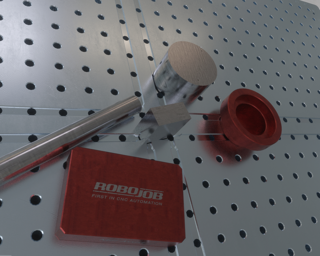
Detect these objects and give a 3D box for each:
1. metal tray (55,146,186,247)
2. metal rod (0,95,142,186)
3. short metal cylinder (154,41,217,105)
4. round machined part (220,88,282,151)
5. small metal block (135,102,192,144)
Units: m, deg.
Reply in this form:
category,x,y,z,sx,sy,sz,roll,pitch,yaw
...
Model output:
category,x,y,z,sx,sy,sz,roll,pitch,yaw
metal tray,-0.038,0.077,0.338,0.131,0.030,0.090,13,56,-21
metal rod,-0.135,0.030,0.316,0.302,0.025,0.025,-31,79,-38
short metal cylinder,0.037,-0.082,0.462,0.081,0.050,0.080,13,56,-21
round machined part,0.133,-0.009,0.475,0.099,0.042,0.098,14,56,-21
small metal block,0.004,-0.006,0.398,0.050,0.050,0.025,-14,69,-34
